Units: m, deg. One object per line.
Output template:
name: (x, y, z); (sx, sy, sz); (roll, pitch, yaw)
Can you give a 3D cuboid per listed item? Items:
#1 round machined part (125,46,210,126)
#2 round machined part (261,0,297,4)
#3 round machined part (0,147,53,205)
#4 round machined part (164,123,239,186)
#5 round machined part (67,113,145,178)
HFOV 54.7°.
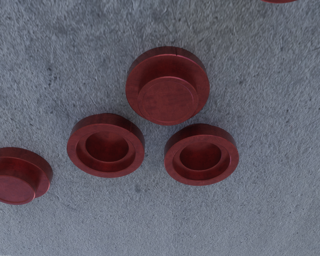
round machined part: (0.009, -0.041, 0.361); (0.099, 0.042, 0.097); (0, 130, 0)
round machined part: (0.105, -0.161, 0.260); (0.099, 0.042, 0.097); (0, 130, 0)
round machined part: (-0.215, 0.078, 0.460); (0.099, 0.042, 0.097); (0, 130, 0)
round machined part: (0.055, 0.032, 0.424); (0.099, 0.042, 0.097); (0, 130, 0)
round machined part: (-0.069, 0.019, 0.411); (0.099, 0.042, 0.097); (0, 130, 0)
